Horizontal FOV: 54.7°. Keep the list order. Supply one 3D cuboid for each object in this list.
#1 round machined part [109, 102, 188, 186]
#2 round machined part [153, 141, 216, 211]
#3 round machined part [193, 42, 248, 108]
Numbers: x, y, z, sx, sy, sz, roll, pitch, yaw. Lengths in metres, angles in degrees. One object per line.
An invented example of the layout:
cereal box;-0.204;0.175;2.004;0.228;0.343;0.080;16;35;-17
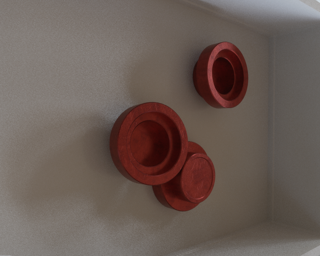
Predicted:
round machined part;-0.017;0.019;0.378;0.099;0.042;0.097;3;84;-34
round machined part;0.039;0.067;0.431;0.099;0.042;0.097;0;90;-40
round machined part;0.088;-0.078;0.472;0.099;0.042;0.097;0;90;-40
